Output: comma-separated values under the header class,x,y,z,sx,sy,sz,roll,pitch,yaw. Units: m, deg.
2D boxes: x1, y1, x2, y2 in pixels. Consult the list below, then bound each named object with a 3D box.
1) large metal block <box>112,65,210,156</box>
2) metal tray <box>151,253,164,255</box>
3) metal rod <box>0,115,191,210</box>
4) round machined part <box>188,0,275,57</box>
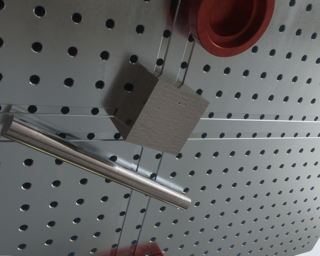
class,x,y,z,sx,sy,sz,roll,pitch,yaw
large metal block,0.000,-0.020,0.383,0.080,0.050,0.080,19,108,-36
metal tray,-0.052,0.279,0.551,0.131,0.030,0.089,-2,119,-28
metal rod,-0.059,0.060,0.415,0.301,0.025,0.025,32,100,-38
round machined part,0.076,-0.135,0.354,0.099,0.042,0.097,-14,130,-16
